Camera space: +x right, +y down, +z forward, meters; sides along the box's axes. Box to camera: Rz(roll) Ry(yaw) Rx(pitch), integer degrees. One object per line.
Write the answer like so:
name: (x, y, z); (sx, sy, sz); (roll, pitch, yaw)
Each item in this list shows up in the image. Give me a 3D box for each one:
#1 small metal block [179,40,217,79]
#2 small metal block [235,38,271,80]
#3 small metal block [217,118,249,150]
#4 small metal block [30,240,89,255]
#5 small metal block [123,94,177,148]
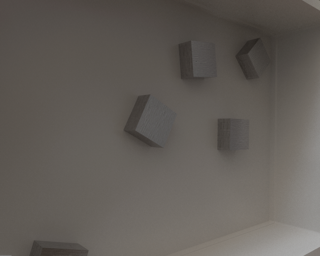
small metal block: (0.056, -0.098, 0.453); (0.050, 0.025, 0.050); (-8, 95, -40)
small metal block: (0.164, -0.121, 0.544); (0.050, 0.025, 0.050); (-50, 119, -28)
small metal block: (0.121, 0.010, 0.507); (0.050, 0.025, 0.050); (2, 89, -40)
small metal block: (-0.108, 0.146, 0.317); (0.050, 0.025, 0.050); (22, 76, -38)
small metal block: (-0.011, -0.008, 0.397); (0.050, 0.025, 0.050); (34, 69, -35)
